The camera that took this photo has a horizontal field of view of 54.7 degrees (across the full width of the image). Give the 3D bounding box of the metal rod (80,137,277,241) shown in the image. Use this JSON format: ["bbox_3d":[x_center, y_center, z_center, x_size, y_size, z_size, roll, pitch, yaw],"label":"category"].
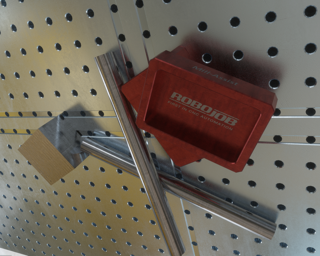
[{"bbox_3d":[0.017,0.083,0.451,0.301,0.025,0.025,23,127,13],"label":"metal rod"}]

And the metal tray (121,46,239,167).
[{"bbox_3d":[0.024,-0.022,0.381,0.090,0.030,0.130,-27,104,37],"label":"metal tray"}]

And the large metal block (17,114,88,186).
[{"bbox_3d":[-0.170,0.036,0.505,0.080,0.050,0.080,-33,100,38],"label":"large metal block"}]

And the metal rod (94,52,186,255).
[{"bbox_3d":[-0.023,0.045,0.423,0.025,0.025,0.298,-11,105,32],"label":"metal rod"}]

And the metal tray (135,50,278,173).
[{"bbox_3d":[0.044,-0.017,0.333,0.130,0.030,0.089,24,126,11],"label":"metal tray"}]
